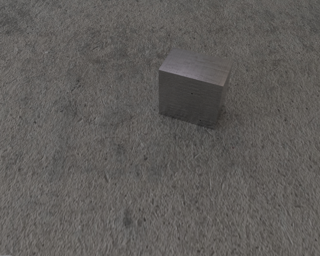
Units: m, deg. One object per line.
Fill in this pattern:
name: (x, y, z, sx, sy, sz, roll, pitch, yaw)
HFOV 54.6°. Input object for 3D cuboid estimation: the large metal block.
large metal block: (0.045, -0.051, 0.411, 0.080, 0.080, 0.050, 17, 52, 14)
